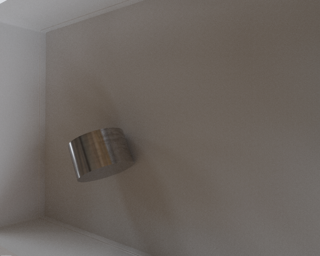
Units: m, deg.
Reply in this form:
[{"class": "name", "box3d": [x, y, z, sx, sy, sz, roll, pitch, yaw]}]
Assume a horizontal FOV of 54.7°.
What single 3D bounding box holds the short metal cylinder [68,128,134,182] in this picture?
[{"class": "short metal cylinder", "box3d": [-0.083, 0.039, 0.437, 0.080, 0.081, 0.050, -32, 71, 35]}]
